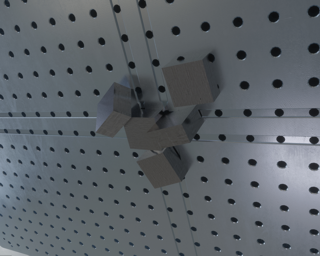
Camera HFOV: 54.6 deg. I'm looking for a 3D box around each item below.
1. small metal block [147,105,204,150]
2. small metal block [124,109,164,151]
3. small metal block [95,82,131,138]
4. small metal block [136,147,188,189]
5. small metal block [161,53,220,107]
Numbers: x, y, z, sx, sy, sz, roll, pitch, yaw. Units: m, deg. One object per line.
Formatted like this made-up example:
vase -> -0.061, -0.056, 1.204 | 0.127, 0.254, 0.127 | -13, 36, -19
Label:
small metal block -> 0.020, -0.001, 0.385 | 0.050, 0.050, 0.025 | -14, 111, 34
small metal block -> -0.019, 0.002, 0.423 | 0.050, 0.025, 0.050 | 2, 119, 27
small metal block -> -0.062, -0.023, 0.410 | 0.025, 0.050, 0.050 | 20, 136, -28
small metal block -> 0.003, 0.055, 0.444 | 0.050, 0.025, 0.050 | -23, 106, 36
small metal block -> 0.036, -0.054, 0.359 | 0.050, 0.025, 0.050 | -6, 116, 31
